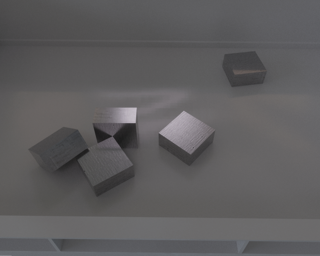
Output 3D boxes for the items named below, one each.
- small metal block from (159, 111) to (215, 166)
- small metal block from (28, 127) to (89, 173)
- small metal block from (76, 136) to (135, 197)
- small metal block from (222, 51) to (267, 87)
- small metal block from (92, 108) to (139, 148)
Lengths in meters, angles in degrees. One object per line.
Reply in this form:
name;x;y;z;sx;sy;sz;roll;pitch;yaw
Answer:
small metal block;0.034;0.012;0.395;0.050;0.025;0.050;34;58;25
small metal block;-0.121;0.024;0.368;0.050;0.025;0.050;-38;24;-27
small metal block;-0.065;0.045;0.367;0.050;0.025;0.050;-27;55;-21
small metal block;0.131;-0.093;0.484;0.050;0.025;0.050;-7;50;-6
small metal block;-0.053;0.001;0.388;0.050;0.050;0.025;0;50;0
